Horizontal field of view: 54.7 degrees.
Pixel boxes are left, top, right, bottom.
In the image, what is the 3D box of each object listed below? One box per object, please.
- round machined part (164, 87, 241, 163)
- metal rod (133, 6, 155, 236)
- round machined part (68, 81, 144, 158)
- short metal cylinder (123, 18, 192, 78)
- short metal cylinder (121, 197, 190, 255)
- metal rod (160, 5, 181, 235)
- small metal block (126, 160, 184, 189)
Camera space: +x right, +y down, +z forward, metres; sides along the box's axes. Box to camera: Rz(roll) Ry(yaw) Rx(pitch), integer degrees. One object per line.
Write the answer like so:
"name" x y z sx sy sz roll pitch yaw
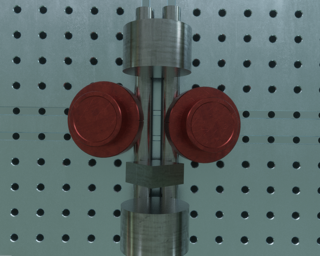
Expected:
"round machined part" 0.059 -0.004 0.392 0.099 0.042 0.097 0 90 -15
"metal rod" -0.022 -0.008 0.412 0.025 0.025 0.298 1 90 0
"round machined part" -0.073 -0.011 0.392 0.098 0.042 0.097 0 90 14
"short metal cylinder" -0.003 -0.090 0.363 0.081 0.080 0.050 1 90 0
"short metal cylinder" -0.006 0.115 0.364 0.081 0.080 0.050 1 90 0
"metal rod" 0.013 -0.009 0.412 0.025 0.025 0.298 1 90 0
"small metal block" -0.006 0.055 0.377 0.050 0.050 0.025 1 90 -42
